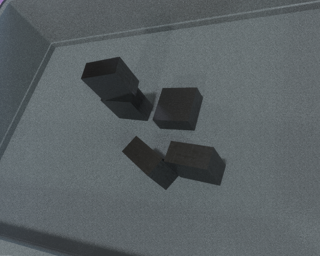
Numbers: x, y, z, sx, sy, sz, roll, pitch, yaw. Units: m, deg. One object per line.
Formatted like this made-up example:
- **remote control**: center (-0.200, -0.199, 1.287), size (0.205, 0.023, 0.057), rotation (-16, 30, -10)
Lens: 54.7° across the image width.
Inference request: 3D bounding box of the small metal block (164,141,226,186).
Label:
- **small metal block**: center (0.040, 0.039, 0.344), size (0.050, 0.050, 0.025), rotation (7, 66, 31)

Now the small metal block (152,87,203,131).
- **small metal block**: center (0.024, -0.025, 0.408), size (0.050, 0.025, 0.050), rotation (3, 63, 29)

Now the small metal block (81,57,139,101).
- **small metal block**: center (-0.062, -0.061, 0.394), size (0.050, 0.050, 0.025), rotation (-4, 60, 26)

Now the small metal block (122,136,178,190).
- **small metal block**: center (-0.010, 0.042, 0.368), size (0.025, 0.050, 0.050), rotation (-48, 52, -6)

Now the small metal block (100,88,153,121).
- **small metal block**: center (-0.045, -0.035, 0.433), size (0.050, 0.050, 0.025), rotation (6, 65, 30)
